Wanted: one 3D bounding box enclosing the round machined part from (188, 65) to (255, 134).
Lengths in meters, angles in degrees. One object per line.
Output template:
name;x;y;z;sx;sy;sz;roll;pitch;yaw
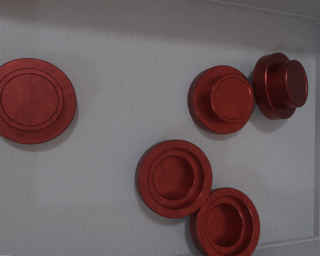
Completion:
round machined part;0.092;-0.040;0.435;0.099;0.042;0.097;0;90;-20

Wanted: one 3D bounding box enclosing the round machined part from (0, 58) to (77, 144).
round machined part;-0.145;-0.030;0.348;0.099;0.042;0.097;0;90;-20

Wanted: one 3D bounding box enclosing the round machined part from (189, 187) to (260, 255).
round machined part;0.084;0.132;0.425;0.099;0.042;0.098;6;74;-21

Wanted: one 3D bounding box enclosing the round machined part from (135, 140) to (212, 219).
round machined part;0.015;0.064;0.405;0.099;0.042;0.097;1;87;-18

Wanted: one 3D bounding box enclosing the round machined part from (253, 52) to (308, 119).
round machined part;0.180;-0.062;0.450;0.099;0.042;0.097;4;84;-41
